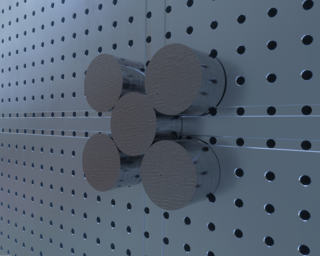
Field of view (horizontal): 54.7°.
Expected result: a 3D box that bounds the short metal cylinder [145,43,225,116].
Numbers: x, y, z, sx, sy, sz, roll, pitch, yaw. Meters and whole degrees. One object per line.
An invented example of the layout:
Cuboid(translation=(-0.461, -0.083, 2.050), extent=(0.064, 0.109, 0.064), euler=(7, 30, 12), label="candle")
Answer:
Cuboid(translation=(0.029, -0.054, 0.365), extent=(0.080, 0.050, 0.079), euler=(0, 90, 39), label="short metal cylinder")

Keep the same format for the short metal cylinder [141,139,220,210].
Cuboid(translation=(0.024, 0.053, 0.371), extent=(0.080, 0.050, 0.079), euler=(0, 90, 39), label="short metal cylinder")

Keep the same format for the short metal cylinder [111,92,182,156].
Cuboid(translation=(-0.019, -0.005, 0.406), extent=(0.080, 0.050, 0.079), euler=(0, 90, 39), label="short metal cylinder")

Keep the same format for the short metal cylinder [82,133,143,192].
Cuboid(translation=(-0.066, 0.047, 0.444), extent=(0.080, 0.050, 0.079), euler=(0, 90, 39), label="short metal cylinder")

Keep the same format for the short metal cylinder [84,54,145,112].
Cuboid(translation=(-0.063, -0.061, 0.442), extent=(0.080, 0.050, 0.079), euler=(0, 90, 39), label="short metal cylinder")
